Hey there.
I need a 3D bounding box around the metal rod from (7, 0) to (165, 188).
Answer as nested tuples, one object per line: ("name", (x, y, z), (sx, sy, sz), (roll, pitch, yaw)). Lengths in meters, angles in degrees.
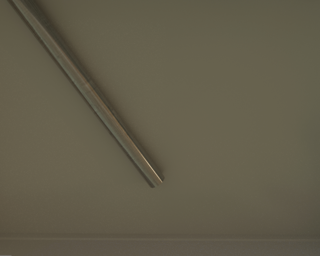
("metal rod", (-0.086, -0.041, 0.394), (0.025, 0.025, 0.299), (-32, 108, 10))
